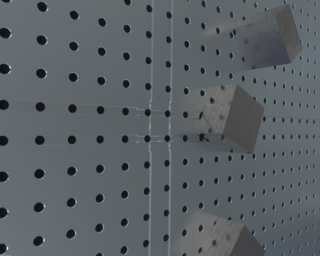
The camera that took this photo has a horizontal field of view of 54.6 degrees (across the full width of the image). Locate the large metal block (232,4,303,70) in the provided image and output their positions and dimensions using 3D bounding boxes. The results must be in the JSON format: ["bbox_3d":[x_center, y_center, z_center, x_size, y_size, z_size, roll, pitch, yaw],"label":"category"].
[{"bbox_3d":[0.181,-0.150,0.523,0.050,0.080,0.080,-44,116,-31],"label":"large metal block"}]

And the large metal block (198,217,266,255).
[{"bbox_3d":[0.112,0.201,0.486,0.080,0.050,0.080,52,60,-28],"label":"large metal block"}]

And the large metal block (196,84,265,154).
[{"bbox_3d":[0.112,-0.012,0.485,0.080,0.050,0.080,31,71,-36],"label":"large metal block"}]
